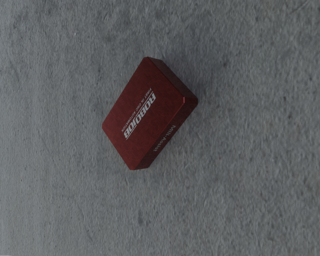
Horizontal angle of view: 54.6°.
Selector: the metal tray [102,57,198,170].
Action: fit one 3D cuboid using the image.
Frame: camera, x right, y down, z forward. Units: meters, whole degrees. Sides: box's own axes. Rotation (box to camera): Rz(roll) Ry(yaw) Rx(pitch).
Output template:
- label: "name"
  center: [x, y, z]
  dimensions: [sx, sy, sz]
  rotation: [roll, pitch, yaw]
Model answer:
- label: "metal tray"
  center: [-0.019, -0.018, 0.419]
  dimensions: [0.090, 0.030, 0.129]
  rotation: [52, 120, 27]
